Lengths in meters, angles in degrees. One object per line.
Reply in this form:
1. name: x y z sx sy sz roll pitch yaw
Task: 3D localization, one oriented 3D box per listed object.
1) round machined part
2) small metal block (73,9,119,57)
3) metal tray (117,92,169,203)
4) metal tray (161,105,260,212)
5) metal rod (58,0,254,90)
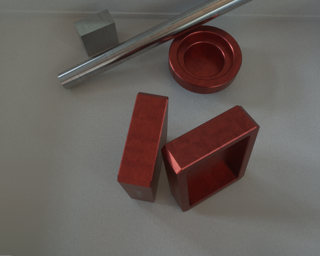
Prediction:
1. round machined part: 0.061 -0.091 0.435 0.099 0.042 0.098 0 70 -1
2. small metal block: -0.090 -0.135 0.445 0.050 0.050 0.025 -27 73 -10
3. metal tray: -0.014 0.029 0.343 0.030 0.130 0.090 10 71 4
4. metal tray: 0.053 0.040 0.338 0.090 0.130 0.030 -28 60 -10
5. metal rod: 0.001 -0.127 0.418 0.301 0.025 0.025 -24 72 6
